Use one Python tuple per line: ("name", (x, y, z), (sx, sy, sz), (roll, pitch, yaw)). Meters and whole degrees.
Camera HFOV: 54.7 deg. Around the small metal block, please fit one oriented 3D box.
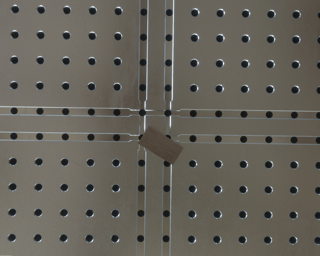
("small metal block", (0.001, 0.021, 0.401), (0.050, 0.050, 0.025), (32, 90, -1))
